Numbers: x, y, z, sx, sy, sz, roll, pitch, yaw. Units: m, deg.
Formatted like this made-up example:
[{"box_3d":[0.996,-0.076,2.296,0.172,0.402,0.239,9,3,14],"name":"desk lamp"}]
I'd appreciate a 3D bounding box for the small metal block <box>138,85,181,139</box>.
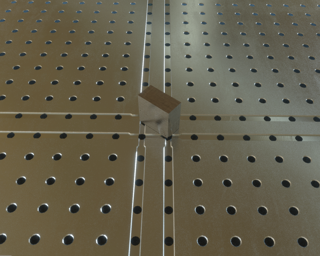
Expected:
[{"box_3d":[-0.001,-0.021,0.409,0.050,0.050,0.025,33,57,24],"name":"small metal block"}]
